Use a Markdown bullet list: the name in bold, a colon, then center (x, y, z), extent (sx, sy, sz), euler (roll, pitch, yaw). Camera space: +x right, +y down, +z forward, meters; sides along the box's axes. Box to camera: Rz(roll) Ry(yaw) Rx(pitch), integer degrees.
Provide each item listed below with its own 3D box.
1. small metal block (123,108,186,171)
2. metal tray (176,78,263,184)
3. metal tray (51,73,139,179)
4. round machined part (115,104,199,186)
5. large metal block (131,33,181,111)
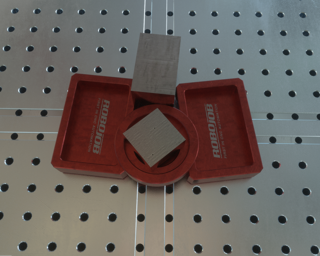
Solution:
- **small metal block**: center (-0.006, 0.014, 0.358), extent (0.050, 0.025, 0.050), euler (-38, 74, -13)
- **metal tray**: center (0.073, 0.002, 0.405), extent (0.091, 0.030, 0.130), euler (-6, 70, -3)
- **metal tray**: center (-0.080, -0.004, 0.406), extent (0.091, 0.030, 0.130), euler (6, 70, 2)
- **round machined part**: center (-0.004, 0.023, 0.380), extent (0.099, 0.042, 0.098), euler (0, 70, 0)
- **large metal block**: center (-0.004, -0.063, 0.402), extent (0.050, 0.080, 0.080), euler (6, 70, 2)
